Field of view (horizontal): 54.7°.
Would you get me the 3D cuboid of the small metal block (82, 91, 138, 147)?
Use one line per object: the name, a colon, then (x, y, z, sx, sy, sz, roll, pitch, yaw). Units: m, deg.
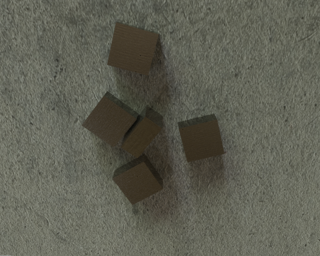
small metal block: (-0.065, -0.012, 0.405, 0.050, 0.025, 0.050, 36, 106, -13)

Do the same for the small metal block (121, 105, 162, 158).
small metal block: (-0.023, 0.003, 0.397, 0.025, 0.050, 0.050, 36, 106, -12)

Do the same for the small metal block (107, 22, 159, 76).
small metal block: (-0.032, -0.096, 0.374, 0.050, 0.025, 0.050, 14, 110, -6)

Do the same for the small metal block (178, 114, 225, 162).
small metal block: (0.055, 0.013, 0.415, 0.050, 0.025, 0.050, -14, 110, 5)

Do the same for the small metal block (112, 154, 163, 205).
small metal block: (-0.030, 0.072, 0.436, 0.050, 0.025, 0.050, -30, 108, 10)
